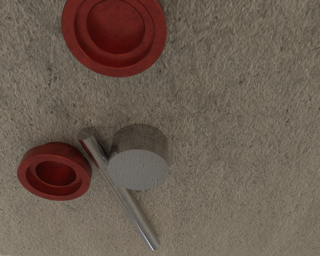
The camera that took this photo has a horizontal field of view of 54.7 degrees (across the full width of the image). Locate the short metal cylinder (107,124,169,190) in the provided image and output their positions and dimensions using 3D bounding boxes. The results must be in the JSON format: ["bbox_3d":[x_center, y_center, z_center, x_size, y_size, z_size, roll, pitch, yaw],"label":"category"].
[{"bbox_3d":[-0.028,0.040,0.425,0.081,0.050,0.079,0,130,0],"label":"short metal cylinder"}]

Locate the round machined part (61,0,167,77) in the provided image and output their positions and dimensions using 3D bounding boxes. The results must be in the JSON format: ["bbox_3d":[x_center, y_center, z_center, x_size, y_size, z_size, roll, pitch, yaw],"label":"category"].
[{"bbox_3d":[-0.043,-0.103,0.308,0.099,0.042,0.097,0,130,0],"label":"round machined part"}]

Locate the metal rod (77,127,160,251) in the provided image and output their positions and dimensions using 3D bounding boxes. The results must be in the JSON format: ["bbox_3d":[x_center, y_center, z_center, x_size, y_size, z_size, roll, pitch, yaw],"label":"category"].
[{"bbox_3d":[-0.055,0.116,0.505,0.025,0.025,0.299,-13,129,11],"label":"metal rod"}]

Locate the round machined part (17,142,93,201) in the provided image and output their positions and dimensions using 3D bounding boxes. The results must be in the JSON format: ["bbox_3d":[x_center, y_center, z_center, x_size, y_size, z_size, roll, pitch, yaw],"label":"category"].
[{"bbox_3d":[-0.147,0.058,0.444,0.099,0.042,0.097,0,130,0],"label":"round machined part"}]
